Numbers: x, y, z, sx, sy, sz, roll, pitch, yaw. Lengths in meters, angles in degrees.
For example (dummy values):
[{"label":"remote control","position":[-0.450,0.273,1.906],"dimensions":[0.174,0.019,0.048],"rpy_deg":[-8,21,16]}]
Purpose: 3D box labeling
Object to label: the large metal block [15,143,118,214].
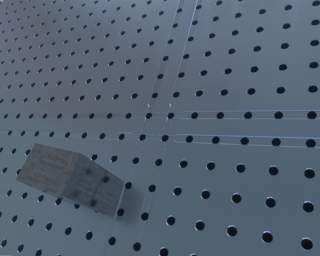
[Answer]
[{"label":"large metal block","position":[-0.115,0.064,0.392],"dimensions":[0.080,0.080,0.050],"rpy_deg":[8,66,31]}]
